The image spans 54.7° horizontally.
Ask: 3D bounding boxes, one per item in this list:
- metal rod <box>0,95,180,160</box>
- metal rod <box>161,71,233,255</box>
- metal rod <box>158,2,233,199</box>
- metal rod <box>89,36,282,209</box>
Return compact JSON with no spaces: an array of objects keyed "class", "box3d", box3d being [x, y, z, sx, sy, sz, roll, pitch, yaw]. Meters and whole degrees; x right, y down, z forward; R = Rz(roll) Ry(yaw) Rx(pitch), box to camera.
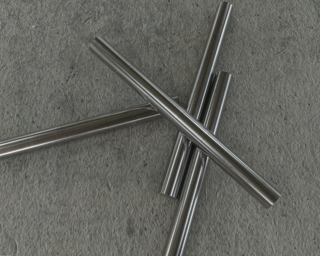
[{"class":"metal rod","box3d":[-0.120,0.006,0.404,0.302,0.025,0.025,-15,71,-6]},{"class":"metal rod","box3d":[0.044,0.061,0.385,0.025,0.025,0.299,17,71,6]},{"class":"metal rod","box3d":[0.055,-0.051,0.426,0.025,0.025,0.299,17,71,6]},{"class":"metal rod","box3d":[0.021,-0.016,0.386,0.300,0.025,0.025,42,75,14]}]
